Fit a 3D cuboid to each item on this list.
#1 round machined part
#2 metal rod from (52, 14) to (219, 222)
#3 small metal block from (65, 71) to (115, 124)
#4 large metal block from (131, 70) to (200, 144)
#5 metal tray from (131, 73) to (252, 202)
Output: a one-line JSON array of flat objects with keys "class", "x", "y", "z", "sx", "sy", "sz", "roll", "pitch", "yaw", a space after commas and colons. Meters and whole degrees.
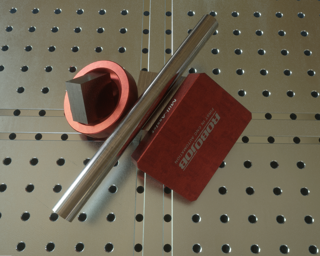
[{"class": "round machined part", "x": -0.071, "y": -0.034, "z": 0.400, "sx": 0.098, "sy": 0.042, "sz": 0.098, "roll": -7, "pitch": 71, "yaw": 23}, {"class": "metal rod", "x": -0.018, "y": -0.025, "z": 0.367, "sx": 0.025, "sy": 0.025, "sz": 0.300, "roll": 33, "pitch": 73, "yaw": 11}, {"class": "small metal block", "x": -0.084, "y": -0.039, "z": 0.382, "sx": 0.025, "sy": 0.050, "sz": 0.050, "roll": 12, "pitch": 30, "yaw": 31}, {"class": "large metal block", "x": 0.008, "y": -0.023, "z": 0.406, "sx": 0.080, "sy": 0.050, "sz": 0.080, "roll": 9, "pitch": 70, "yaw": 3}, {"class": "metal tray", "x": 0.039, "y": 0.011, "z": 0.370, "sx": 0.090, "sy": 0.030, "sz": 0.130, "roll": 36, "pitch": 86, "yaw": -21}]
